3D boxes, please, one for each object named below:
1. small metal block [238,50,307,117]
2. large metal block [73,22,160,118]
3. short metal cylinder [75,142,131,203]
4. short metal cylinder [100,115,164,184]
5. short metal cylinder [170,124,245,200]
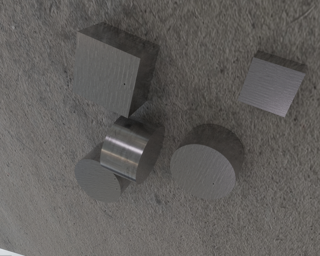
[{"bbox_3d":[0.114,-0.046,0.318,0.050,0.025,0.050,22,127,14],"label":"small metal block"},{"bbox_3d":[-0.055,-0.071,0.376,0.080,0.050,0.079,26,128,12],"label":"large metal block"},{"bbox_3d":[-0.082,0.067,0.476,0.080,0.050,0.079,13,124,21],"label":"short metal cylinder"},{"bbox_3d":[-0.034,0.027,0.406,0.050,0.080,0.079,22,127,15],"label":"short metal cylinder"},{"bbox_3d":[0.059,0.041,0.385,0.080,0.050,0.079,13,124,21],"label":"short metal cylinder"}]
